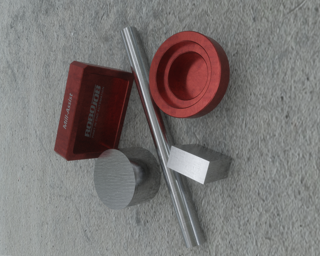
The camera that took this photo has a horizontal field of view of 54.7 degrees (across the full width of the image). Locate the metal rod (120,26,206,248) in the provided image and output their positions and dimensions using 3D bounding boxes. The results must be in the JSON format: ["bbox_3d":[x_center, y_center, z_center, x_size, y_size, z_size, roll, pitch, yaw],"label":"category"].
[{"bbox_3d":[-0.001,0.001,0.406,0.025,0.025,0.299,-28,73,36],"label":"metal rod"}]

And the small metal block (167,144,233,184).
[{"bbox_3d":[0.045,0.038,0.348,0.050,0.050,0.025,21,104,37],"label":"small metal block"}]

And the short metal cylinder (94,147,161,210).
[{"bbox_3d":[-0.045,0.067,0.425,0.080,0.050,0.079,0,90,39],"label":"short metal cylinder"}]

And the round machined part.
[{"bbox_3d":[0.037,-0.060,0.363,0.098,0.042,0.097,0,90,39],"label":"round machined part"}]

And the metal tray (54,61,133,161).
[{"bbox_3d":[-0.091,-0.022,0.437,0.030,0.091,0.129,23,105,37],"label":"metal tray"}]
